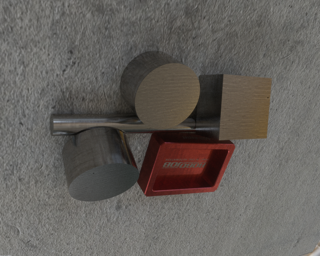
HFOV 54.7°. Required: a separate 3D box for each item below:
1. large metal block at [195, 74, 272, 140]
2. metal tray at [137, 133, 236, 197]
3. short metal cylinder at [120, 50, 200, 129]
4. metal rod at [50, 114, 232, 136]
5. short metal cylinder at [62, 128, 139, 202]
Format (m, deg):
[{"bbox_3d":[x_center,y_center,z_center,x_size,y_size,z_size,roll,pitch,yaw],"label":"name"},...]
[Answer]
[{"bbox_3d":[0.097,-0.028,0.412,0.081,0.050,0.079,-1,98,-28],"label":"large metal block"},{"bbox_3d":[0.040,0.054,0.459,0.131,0.030,0.089,3,117,-30],"label":"metal tray"},{"bbox_3d":[-0.001,-0.045,0.364,0.081,0.050,0.079,-14,124,-21],"label":"short metal cylinder"},{"bbox_3d":[0.014,-0.006,0.414,0.303,0.025,0.025,-1,119,-28],"label":"metal rod"},{"bbox_3d":[-0.070,0.044,0.365,0.081,0.050,0.080,-15,145,-11],"label":"short metal cylinder"}]
